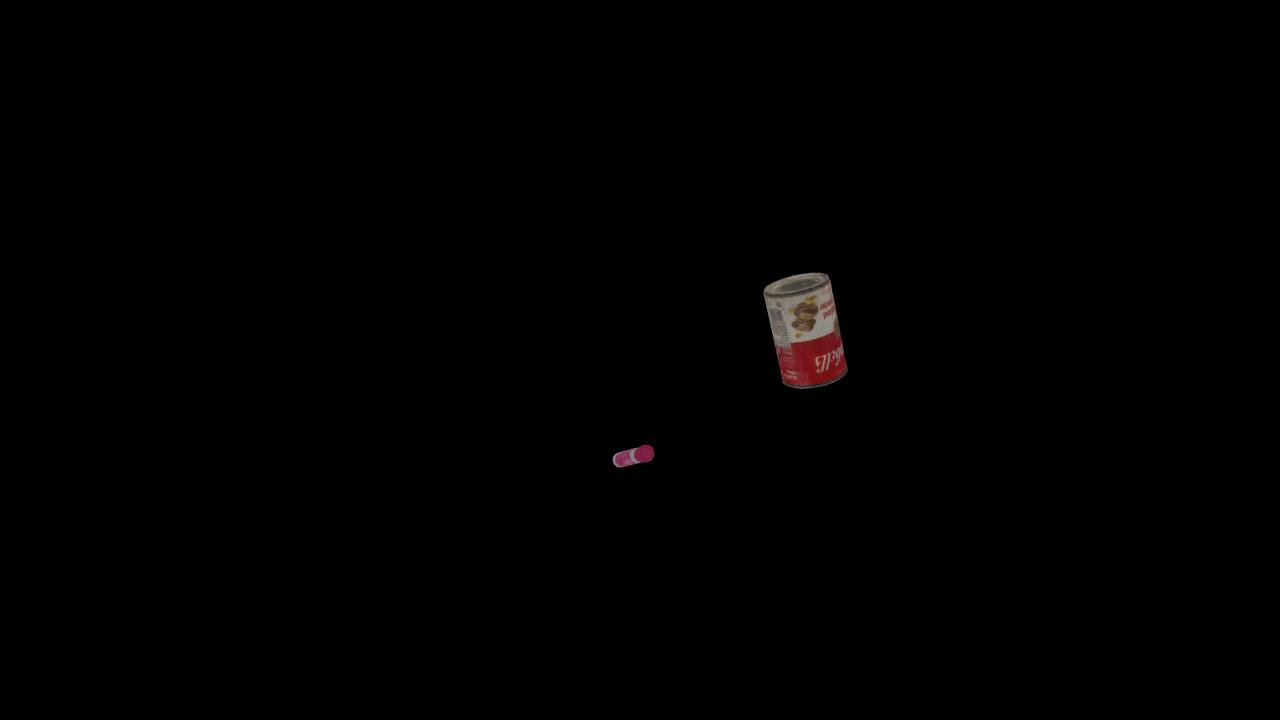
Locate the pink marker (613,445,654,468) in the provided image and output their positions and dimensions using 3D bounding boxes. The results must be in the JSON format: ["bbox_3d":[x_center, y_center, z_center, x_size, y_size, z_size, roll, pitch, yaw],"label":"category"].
[{"bbox_3d":[-0.008,0.112,0.709,0.020,0.020,0.121,0,-13,-17],"label":"pink marker"}]

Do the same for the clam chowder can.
[{"bbox_3d":[0.168,-0.031,0.628,0.068,0.102,0.068,-15,17,5],"label":"clam chowder can"}]
